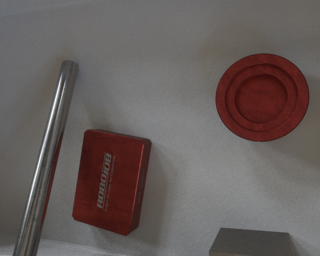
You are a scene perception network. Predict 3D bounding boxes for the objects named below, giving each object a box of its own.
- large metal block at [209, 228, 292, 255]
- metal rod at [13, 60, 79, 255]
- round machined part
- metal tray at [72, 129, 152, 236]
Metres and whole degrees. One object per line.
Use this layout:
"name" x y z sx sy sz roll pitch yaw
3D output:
"large metal block" 0.103 0.151 0.345 0.080 0.080 0.050 -2 90 19
"metal rod" -0.145 0.043 0.397 0.025 0.025 0.299 -4 64 19
"round machined part" 0.117 -0.033 0.360 0.098 0.042 0.097 0 90 19
"metal tray" -0.068 0.072 0.430 0.090 0.030 0.129 10 93 19
